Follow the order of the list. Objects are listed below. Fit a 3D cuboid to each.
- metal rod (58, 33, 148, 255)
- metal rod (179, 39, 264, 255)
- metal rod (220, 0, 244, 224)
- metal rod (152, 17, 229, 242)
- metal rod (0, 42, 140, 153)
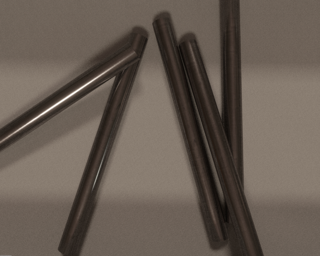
[{"bbox_3d":[-0.075,0.020,0.410,0.025,0.025,0.298,19,90,-1],"label":"metal rod"},{"bbox_3d":[0.077,0.030,0.393,0.025,0.025,0.299,-16,83,0],"label":"metal rod"},{"bbox_3d":[0.097,-0.025,0.412,0.025,0.025,0.298,-1,90,-1],"label":"metal rod"},{"bbox_3d":[0.041,0.002,0.411,0.025,0.025,0.298,-15,90,0],"label":"metal rod"},{"bbox_3d":[-0.158,-0.015,0.396,0.301,0.025,0.025,-33,91,5],"label":"metal rod"}]
